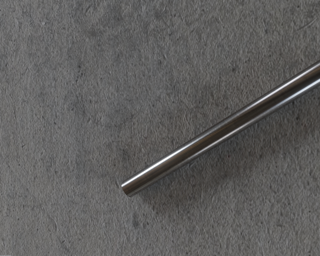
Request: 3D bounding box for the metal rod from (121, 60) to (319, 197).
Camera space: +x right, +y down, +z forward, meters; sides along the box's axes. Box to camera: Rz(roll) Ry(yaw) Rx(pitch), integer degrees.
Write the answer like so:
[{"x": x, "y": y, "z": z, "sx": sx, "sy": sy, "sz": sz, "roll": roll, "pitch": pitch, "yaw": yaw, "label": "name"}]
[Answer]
[{"x": 0.076, "y": 0.005, "z": 0.382, "sx": 0.300, "sy": 0.025, "sz": 0.025, "roll": -33, "pitch": 79, "yaw": 17, "label": "metal rod"}]
